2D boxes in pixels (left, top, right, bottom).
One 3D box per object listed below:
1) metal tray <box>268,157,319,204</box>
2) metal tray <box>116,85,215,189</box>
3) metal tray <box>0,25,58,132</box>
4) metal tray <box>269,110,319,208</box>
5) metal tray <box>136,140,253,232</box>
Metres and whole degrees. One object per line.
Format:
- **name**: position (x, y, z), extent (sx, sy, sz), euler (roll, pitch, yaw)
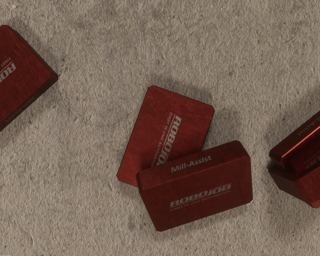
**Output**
- **metal tray**: position (0.209, 0.037, 0.380), extent (0.130, 0.090, 0.030), euler (-32, 90, 0)
- **metal tray**: position (0.007, 0.019, 0.408), extent (0.090, 0.030, 0.129), euler (20, 90, -1)
- **metal tray**: position (-0.214, -0.057, 0.405), extent (0.130, 0.030, 0.090), euler (-42, 91, -1)
- **metal tray**: position (0.217, 0.028, 0.394), extent (0.130, 0.030, 0.090), euler (-39, 105, 0)
- **metal tray**: position (0.046, 0.074, 0.382), extent (0.131, 0.030, 0.090), euler (-18, 130, -1)
